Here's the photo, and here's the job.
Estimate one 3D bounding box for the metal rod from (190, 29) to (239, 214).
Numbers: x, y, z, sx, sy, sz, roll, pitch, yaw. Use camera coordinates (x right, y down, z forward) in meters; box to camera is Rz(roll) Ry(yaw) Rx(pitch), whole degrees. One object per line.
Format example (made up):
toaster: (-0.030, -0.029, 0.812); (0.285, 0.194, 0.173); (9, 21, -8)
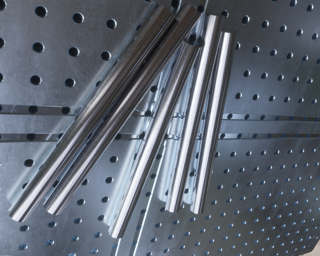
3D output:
metal rod: (0.074, 0.009, 0.456); (0.025, 0.025, 0.298); (-10, 123, -23)

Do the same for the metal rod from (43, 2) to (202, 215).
metal rod: (-0.051, -0.015, 0.374); (0.025, 0.025, 0.299); (29, 102, -38)

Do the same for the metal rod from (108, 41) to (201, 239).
metal rod: (-0.015, 0.030, 0.421); (0.025, 0.025, 0.298); (8, 114, -32)

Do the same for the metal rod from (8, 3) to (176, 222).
metal rod: (-0.083, -0.010, 0.358); (0.025, 0.025, 0.299); (31, 101, -38)

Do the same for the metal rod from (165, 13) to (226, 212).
metal rod: (0.043, -0.003, 0.432); (0.025, 0.025, 0.298); (-5, 121, -26)
